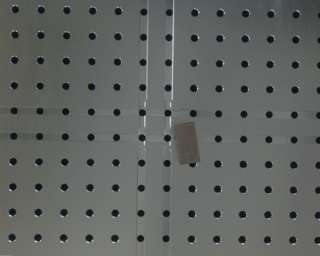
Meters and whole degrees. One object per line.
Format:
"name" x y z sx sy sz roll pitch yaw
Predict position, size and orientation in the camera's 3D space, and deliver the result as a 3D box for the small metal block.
"small metal block" 0.033 0.019 0.401 0.025 0.050 0.050 -9 90 0
